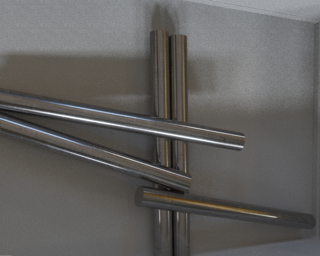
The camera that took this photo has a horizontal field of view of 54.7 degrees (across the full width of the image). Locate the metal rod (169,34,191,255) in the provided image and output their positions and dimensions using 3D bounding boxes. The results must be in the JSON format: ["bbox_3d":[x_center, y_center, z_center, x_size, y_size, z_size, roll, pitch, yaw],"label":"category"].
[{"bbox_3d":[0.026,0.026,0.418,0.025,0.025,0.298,-1,91,-20],"label":"metal rod"}]

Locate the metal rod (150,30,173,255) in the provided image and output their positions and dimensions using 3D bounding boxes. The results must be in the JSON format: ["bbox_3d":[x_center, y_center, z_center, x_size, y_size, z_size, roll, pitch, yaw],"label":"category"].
[{"bbox_3d":[0.002,0.024,0.409,0.025,0.025,0.298,-1,91,-20],"label":"metal rod"}]

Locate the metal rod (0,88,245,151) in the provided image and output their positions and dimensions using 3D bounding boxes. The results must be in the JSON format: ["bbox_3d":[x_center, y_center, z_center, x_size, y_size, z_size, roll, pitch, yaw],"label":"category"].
[{"bbox_3d":[-0.039,-0.007,0.375,0.302,0.025,0.025,10,87,-13],"label":"metal rod"}]

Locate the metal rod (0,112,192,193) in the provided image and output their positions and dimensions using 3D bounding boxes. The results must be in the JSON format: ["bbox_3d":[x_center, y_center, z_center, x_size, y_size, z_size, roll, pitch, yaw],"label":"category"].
[{"bbox_3d":[-0.103,0.021,0.358,0.302,0.025,0.025,20,83,-14],"label":"metal rod"}]

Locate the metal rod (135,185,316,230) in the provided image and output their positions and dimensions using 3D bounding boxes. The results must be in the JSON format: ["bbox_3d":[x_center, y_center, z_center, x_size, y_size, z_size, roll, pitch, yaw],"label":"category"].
[{"bbox_3d":[0.107,0.115,0.432,0.302,0.025,0.025,15,85,-25],"label":"metal rod"}]
